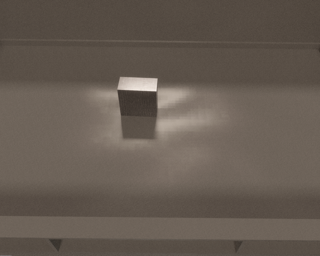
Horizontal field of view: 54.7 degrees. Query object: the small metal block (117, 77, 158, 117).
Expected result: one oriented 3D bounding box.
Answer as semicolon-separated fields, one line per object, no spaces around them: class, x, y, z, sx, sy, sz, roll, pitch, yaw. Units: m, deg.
small metal block;-0.029;-0.042;0.424;0.050;0.050;0.025;3;50;2
